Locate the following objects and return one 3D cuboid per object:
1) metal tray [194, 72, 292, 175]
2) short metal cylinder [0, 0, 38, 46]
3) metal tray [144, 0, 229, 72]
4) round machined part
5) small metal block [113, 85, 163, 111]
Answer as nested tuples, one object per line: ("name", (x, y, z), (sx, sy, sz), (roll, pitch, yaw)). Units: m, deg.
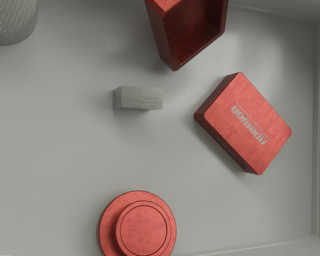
("metal tray", (0.124, -0.005, 0.455), (0.130, 0.030, 0.090), (45, 76, -15))
("short metal cylinder", (-0.175, -0.134, 0.332), (0.081, 0.050, 0.079), (0, 90, -20))
("metal tray", (0.036, -0.129, 0.361), (0.090, 0.130, 0.030), (-39, 74, -4))
("round machined part", (-0.025, 0.125, 0.378), (0.099, 0.042, 0.098), (7, 68, -18))
("small metal block", (-0.029, -0.036, 0.387), (0.050, 0.050, 0.025), (1, 90, -20))
